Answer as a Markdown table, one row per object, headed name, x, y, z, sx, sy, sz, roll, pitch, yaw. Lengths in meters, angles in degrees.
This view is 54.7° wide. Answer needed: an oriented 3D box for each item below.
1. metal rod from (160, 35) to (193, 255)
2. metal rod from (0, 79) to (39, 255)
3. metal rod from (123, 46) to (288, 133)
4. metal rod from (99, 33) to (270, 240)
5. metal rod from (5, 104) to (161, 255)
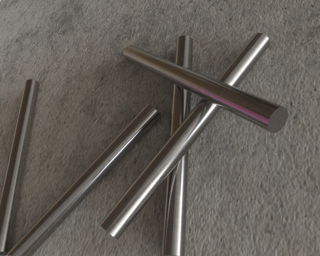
| name | x | y | z | sx | sy | sz | roll | pitch | yaw |
| --- | --- | --- | --- | --- | --- | --- | --- | --- | --- |
| metal rod | 0.025 | 0.001 | 0.389 | 0.025 | 0.025 | 0.299 | -9 | 58 | 23 |
| metal rod | -0.225 | 0.042 | 0.492 | 0.025 | 0.025 | 0.299 | -18 | 55 | 18 |
| metal rod | 0.028 | -0.064 | 0.387 | 0.025 | 0.025 | 0.300 | -47 | 39 | -5 |
| metal rod | 0.040 | -0.005 | 0.358 | 0.025 | 0.025 | 0.301 | 26 | 68 | 36 |
| metal rod | -0.109 | 0.085 | 0.406 | 0.300 | 0.025 | 0.025 | -47 | 52 | -6 |
